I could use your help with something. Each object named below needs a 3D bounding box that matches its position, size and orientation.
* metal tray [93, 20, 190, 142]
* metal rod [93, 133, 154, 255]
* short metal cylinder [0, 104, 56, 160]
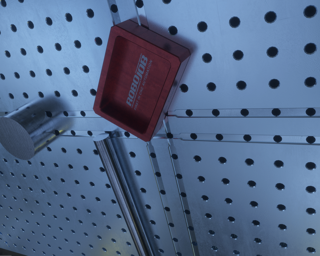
[{"bbox_3d":[-0.028,-0.055,0.387,0.090,0.030,0.129,29,128,9],"label":"metal tray"},{"bbox_3d":[-0.051,0.144,0.525,0.025,0.025,0.298,-2,118,29],"label":"metal rod"},{"bbox_3d":[-0.222,0.006,0.513,0.080,0.050,0.079,13,124,20],"label":"short metal cylinder"}]
